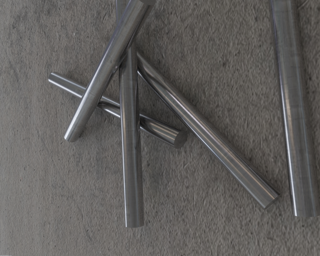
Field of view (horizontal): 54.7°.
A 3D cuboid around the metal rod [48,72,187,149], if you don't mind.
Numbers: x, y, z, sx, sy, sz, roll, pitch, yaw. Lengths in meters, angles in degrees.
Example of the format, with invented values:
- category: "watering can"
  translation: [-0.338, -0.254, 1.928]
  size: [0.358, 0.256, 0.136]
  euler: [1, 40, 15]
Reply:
- category: "metal rod"
  translation: [-0.083, -0.038, 0.473]
  size: [0.300, 0.025, 0.025]
  euler: [26, 106, 37]

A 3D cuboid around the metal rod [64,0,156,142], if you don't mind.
- category: "metal rod"
  translation: [-0.084, -0.060, 0.423]
  size: [0.298, 0.025, 0.025]
  euler: [-47, 61, 48]

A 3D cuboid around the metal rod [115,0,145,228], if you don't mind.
- category: "metal rod"
  translation: [-0.039, -0.024, 0.403]
  size: [0.025, 0.025, 0.298]
  euler: [-5, 87, 40]

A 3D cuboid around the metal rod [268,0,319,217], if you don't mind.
- category: "metal rod"
  translation: [0.125, -0.068, 0.301]
  size: [0.025, 0.025, 0.298]
  euler: [-8, 85, 40]

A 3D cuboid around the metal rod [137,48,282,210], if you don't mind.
- category: "metal rod"
  translation: [0.027, -0.025, 0.382]
  size: [0.300, 0.025, 0.025]
  euler: [49, 119, 28]
